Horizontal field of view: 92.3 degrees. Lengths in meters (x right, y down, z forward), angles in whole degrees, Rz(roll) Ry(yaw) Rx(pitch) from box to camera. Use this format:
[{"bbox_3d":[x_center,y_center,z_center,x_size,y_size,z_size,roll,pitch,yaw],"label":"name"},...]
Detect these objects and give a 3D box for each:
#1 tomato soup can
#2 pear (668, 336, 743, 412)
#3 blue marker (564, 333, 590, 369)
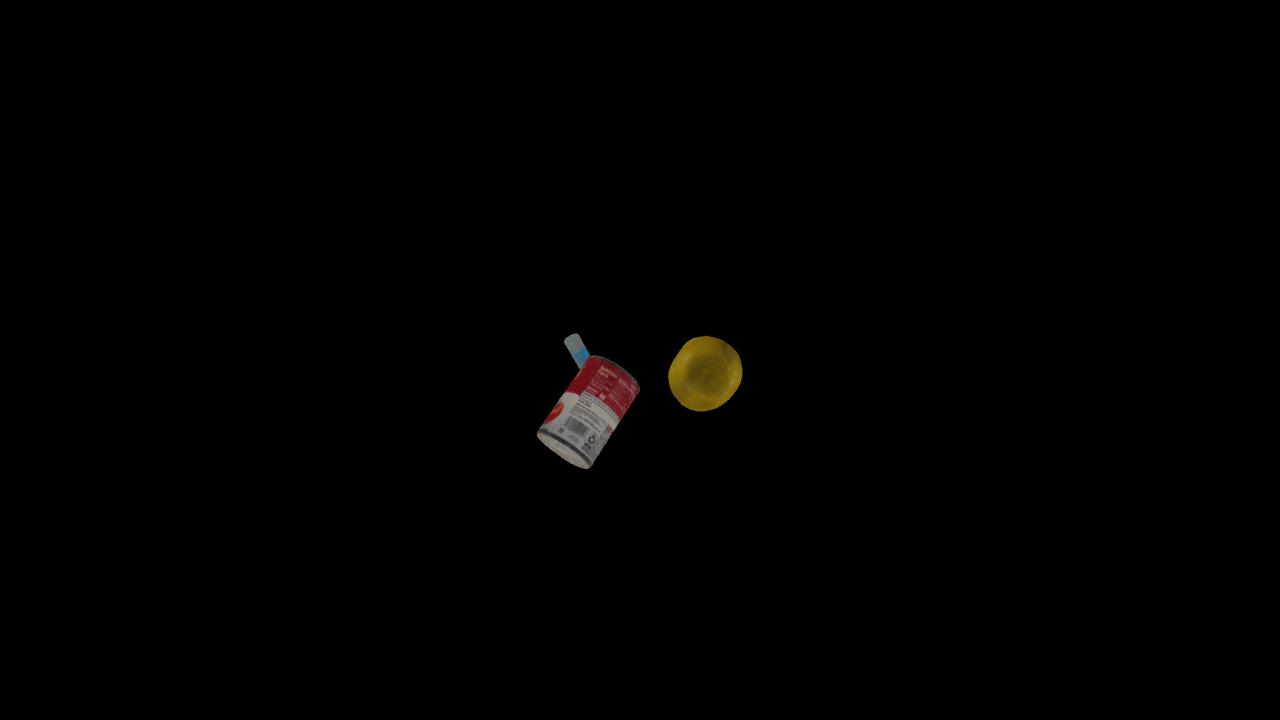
[{"bbox_3d":[-0.053,0.055,0.644,0.068,0.101,0.068,27,-22,12],"label":"tomato soup can"},{"bbox_3d":[0.067,0.011,0.666,0.080,0.080,0.111,0,10,-2],"label":"pear"},{"bbox_3d":[-0.052,0.023,0.711,0.020,0.121,0.020,-21,29,12],"label":"blue marker"}]
